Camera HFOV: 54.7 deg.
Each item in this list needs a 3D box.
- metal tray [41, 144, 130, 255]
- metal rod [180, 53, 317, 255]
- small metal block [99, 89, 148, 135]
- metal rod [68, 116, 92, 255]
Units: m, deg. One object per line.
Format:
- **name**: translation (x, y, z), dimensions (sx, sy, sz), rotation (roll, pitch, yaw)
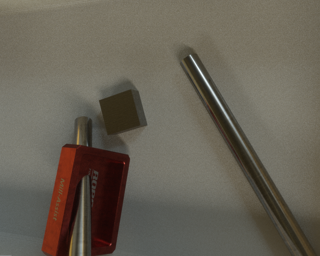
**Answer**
- **metal tray**: translation (-0.088, 0.091, 0.389), dimensions (0.030, 0.090, 0.129), rotation (1, 78, 39)
- **metal rod**: translation (0.107, 0.041, 0.372), dimensions (0.025, 0.025, 0.299), rotation (-32, 80, 17)
- **small metal block**: translation (-0.051, -0.021, 0.427), dimensions (0.050, 0.025, 0.050), rotation (-17, 85, 19)
- **metal rod**: translation (-0.093, 0.110, 0.362), dimensions (0.025, 0.025, 0.300), rotation (-23, 51, 18)
